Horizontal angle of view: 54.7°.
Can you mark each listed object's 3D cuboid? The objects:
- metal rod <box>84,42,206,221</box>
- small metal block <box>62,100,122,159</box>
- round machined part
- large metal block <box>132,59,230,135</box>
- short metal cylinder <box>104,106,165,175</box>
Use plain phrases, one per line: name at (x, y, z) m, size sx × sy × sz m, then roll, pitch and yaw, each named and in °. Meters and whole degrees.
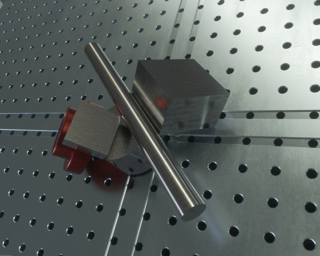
metal rod at (-0.035, -0.021, 0.370) m, size 0.025 × 0.025 × 0.300 m, roll -37°, pitch 51°, yaw 3°
small metal block at (-0.079, 0.003, 0.360) m, size 0.025 × 0.050 × 0.050 m, roll -34°, pitch 35°, yaw 61°
round machined part at (-0.113, 0.010, 0.413) m, size 0.097 × 0.042 × 0.098 m, roll -52°, pitch 27°, yaw 40°
large metal block at (0.021, -0.041, 0.373) m, size 0.081 × 0.050 × 0.080 m, roll -8°, pitch 44°, yaw -30°
short metal cylinder at (-0.040, 0.014, 0.399) m, size 0.080 × 0.050 × 0.080 m, roll -13°, pitch 56°, yaw 21°
